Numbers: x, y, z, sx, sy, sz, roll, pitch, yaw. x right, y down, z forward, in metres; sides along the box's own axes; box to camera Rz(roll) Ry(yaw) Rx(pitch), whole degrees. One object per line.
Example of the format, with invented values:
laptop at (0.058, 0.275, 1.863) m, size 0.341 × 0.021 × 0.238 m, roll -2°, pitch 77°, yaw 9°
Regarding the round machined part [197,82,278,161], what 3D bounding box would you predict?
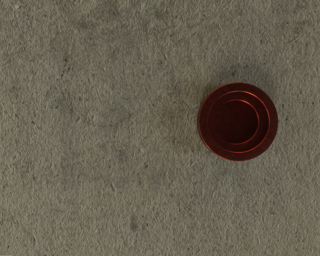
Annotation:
round machined part at (0.097, -0.008, 0.402) m, size 0.099 × 0.042 × 0.097 m, roll 0°, pitch 90°, yaw 0°
